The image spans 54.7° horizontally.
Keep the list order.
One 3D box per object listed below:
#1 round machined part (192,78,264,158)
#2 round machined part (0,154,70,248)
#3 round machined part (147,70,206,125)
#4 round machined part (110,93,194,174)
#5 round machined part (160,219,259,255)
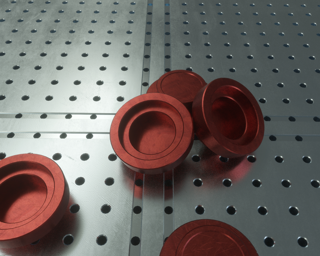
[{"bbox_3d":[0.079,-0.010,0.386,0.099,0.042,0.098,12,66,-28],"label":"round machined part"},{"bbox_3d":[-0.146,0.079,0.329,0.099,0.042,0.098,0,50,0],"label":"round machined part"},{"bbox_3d":[0.029,-0.044,0.434,0.099,0.042,0.098,0,50,0],"label":"round machined part"},{"bbox_3d":[-0.007,0.009,0.377,0.098,0.042,0.098,-4,65,8],"label":"round machined part"},{"bbox_3d":[0.047,0.131,0.287,0.099,0.042,0.098,0,50,0],"label":"round machined part"}]
